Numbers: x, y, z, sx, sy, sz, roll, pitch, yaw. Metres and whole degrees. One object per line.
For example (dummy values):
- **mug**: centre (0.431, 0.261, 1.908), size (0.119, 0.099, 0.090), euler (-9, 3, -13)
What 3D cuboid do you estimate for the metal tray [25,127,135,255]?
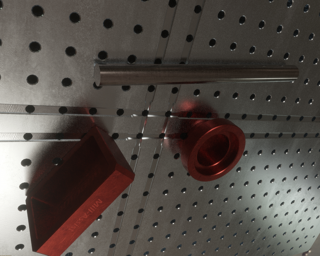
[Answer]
- **metal tray**: centre (-0.097, 0.071, 0.360), size (0.130, 0.090, 0.030), euler (-46, 130, 3)

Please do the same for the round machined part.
- **round machined part**: centre (0.074, 0.028, 0.460), size (0.099, 0.042, 0.097), euler (-14, 125, -21)

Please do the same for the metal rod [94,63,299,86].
- **metal rod**: centre (0.067, -0.071, 0.405), size (0.303, 0.025, 0.025), euler (-5, 121, -26)
